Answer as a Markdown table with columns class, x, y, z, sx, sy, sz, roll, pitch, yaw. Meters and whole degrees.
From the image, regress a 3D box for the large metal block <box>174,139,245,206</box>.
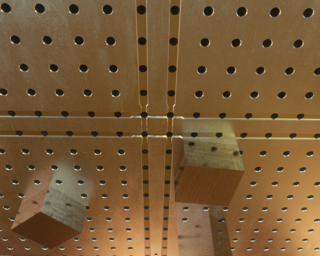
| class | x | y | z | sx | sy | sz | roll | pitch | yaw |
| --- | --- | --- | --- | --- | --- | --- | --- | --- | --- |
| large metal block | 0.067 | 0.067 | 0.452 | 0.080 | 0.050 | 0.079 | 6 | 130 | -5 |

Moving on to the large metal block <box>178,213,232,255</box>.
| class | x | y | z | sx | sy | sz | roll | pitch | yaw |
| --- | --- | --- | --- | --- | --- | --- | --- | --- | --- |
| large metal block | 0.079 | 0.215 | 0.559 | 0.050 | 0.080 | 0.080 | 35 | 122 | -26 |

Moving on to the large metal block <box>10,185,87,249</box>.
| class | x | y | z | sx | sy | sz | roll | pitch | yaw |
| --- | --- | --- | --- | --- | --- | --- | --- | --- | --- |
| large metal block | -0.185 | 0.152 | 0.523 | 0.080 | 0.050 | 0.080 | -33 | 123 | 25 |
